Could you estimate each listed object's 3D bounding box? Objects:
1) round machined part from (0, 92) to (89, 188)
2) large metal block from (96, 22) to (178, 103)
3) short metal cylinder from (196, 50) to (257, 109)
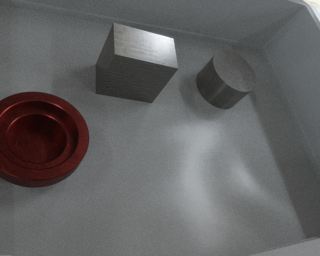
[{"bbox_3d":[-0.127,0.014,0.318,0.099,0.042,0.098,14,56,-21],"label":"round machined part"},{"bbox_3d":[-0.033,-0.080,0.403,0.081,0.080,0.050,8,59,-25],"label":"large metal block"},{"bbox_3d":[0.106,-0.077,0.496,0.081,0.050,0.080,14,56,-21],"label":"short metal cylinder"}]
